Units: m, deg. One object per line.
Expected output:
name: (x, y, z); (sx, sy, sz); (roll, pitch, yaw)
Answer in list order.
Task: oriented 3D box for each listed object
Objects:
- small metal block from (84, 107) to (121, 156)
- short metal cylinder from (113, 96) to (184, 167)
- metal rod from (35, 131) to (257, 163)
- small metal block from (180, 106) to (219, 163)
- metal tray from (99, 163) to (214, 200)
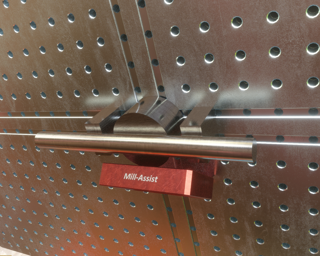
small metal block: (-0.074, 0.004, 0.437); (0.025, 0.050, 0.050); (-1, 118, 29)
short metal cylinder: (-0.013, 0.005, 0.405); (0.080, 0.050, 0.079); (13, 124, 21)
metal rod: (-0.039, 0.020, 0.379); (0.300, 0.025, 0.025); (1, 119, 28)
small metal block: (0.050, 0.007, 0.374); (0.025, 0.050, 0.050); (-1, 118, 29)
metal tray: (-0.004, 0.072, 0.419); (0.130, 0.090, 0.030); (1, 76, 28)
